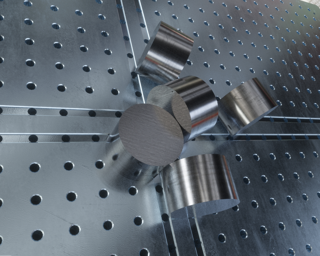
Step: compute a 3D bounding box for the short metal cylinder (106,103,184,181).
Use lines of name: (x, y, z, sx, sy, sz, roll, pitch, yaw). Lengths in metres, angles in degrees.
short metal cylinder: (-0.019, 0.018, 0.371, 0.081, 0.050, 0.080, 14, 56, -21)

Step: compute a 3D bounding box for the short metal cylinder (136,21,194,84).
short metal cylinder: (0.005, -0.103, 0.438, 0.050, 0.080, 0.080, 25, 53, -13)

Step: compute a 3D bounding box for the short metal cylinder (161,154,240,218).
short metal cylinder: (0.045, 0.069, 0.355, 0.081, 0.080, 0.050, 3, 61, -27)

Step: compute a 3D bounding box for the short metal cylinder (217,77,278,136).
short metal cylinder: (0.125, -0.030, 0.458, 0.081, 0.080, 0.050, -24, 75, -37)

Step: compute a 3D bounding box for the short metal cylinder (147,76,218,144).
short metal cylinder: (0.028, -0.023, 0.402, 0.050, 0.080, 0.080, -25, 76, -37)
